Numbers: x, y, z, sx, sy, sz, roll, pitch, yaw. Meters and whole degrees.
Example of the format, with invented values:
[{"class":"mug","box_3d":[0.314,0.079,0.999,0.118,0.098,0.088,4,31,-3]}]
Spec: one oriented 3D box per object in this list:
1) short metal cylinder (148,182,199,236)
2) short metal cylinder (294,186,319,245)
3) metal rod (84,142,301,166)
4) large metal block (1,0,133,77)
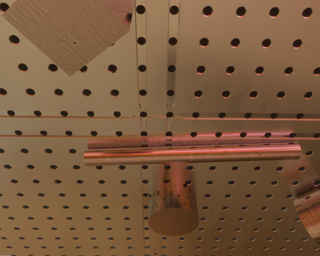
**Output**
[{"class":"short metal cylinder","box_3d":[0.022,0.134,0.509,0.081,0.050,0.079,0,130,0]},{"class":"short metal cylinder","box_3d":[0.260,0.139,0.496,0.050,0.080,0.080,-36,122,26]},{"class":"metal rod","box_3d":[0.045,0.038,0.443,0.302,0.025,0.025,-2,130,1]},{"class":"large metal block","box_3d":[-0.085,-0.111,0.300,0.080,0.050,0.080,-31,124,23]}]
